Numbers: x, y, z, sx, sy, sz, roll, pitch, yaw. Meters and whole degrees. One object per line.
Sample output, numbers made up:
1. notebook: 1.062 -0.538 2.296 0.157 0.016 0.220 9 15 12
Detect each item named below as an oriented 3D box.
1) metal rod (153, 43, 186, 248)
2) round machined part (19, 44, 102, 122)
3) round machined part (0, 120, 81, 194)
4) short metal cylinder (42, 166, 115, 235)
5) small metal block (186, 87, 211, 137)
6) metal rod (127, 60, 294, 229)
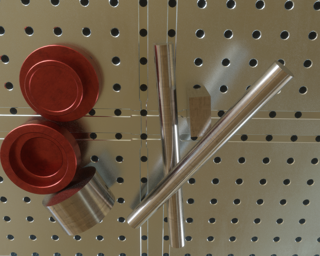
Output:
1. metal rod: 0.015 0.038 0.427 0.025 0.025 0.298 -4 110 1
2. round machined part: -0.125 -0.053 0.384 0.099 0.042 0.097 0 110 0
3. round machined part: -0.154 0.035 0.414 0.099 0.042 0.097 1 107 2
4. short metal cylinder: -0.109 0.096 0.419 0.080 0.080 0.050 -26 109 9
5. small metal block: 0.048 -0.022 0.392 0.025 0.050 0.050 -4 110 1
6. metal rod: 0.043 0.040 0.384 0.025 0.025 0.298 32 122 -11
